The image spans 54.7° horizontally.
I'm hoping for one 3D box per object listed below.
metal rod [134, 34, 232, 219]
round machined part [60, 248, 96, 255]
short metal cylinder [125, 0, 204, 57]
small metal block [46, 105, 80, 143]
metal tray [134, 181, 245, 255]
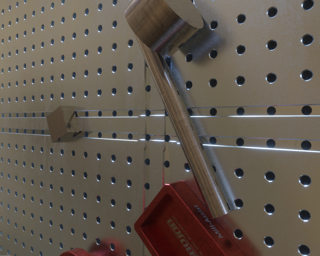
[{"bbox_3d":[0.016,-0.034,0.393,0.025,0.025,0.299,-34,69,34],"label":"metal rod"},{"bbox_3d":[-0.124,0.242,0.498,0.098,0.042,0.097,0,90,39],"label":"round machined part"},{"bbox_3d":[0.006,-0.132,0.367,0.050,0.081,0.080,-38,67,33],"label":"short metal cylinder"},{"bbox_3d":[-0.172,-0.006,0.548,0.050,0.025,0.050,-29,72,36],"label":"small metal block"},{"bbox_3d":[0.033,0.141,0.377,0.130,0.030,0.089,49,118,28],"label":"metal tray"}]
